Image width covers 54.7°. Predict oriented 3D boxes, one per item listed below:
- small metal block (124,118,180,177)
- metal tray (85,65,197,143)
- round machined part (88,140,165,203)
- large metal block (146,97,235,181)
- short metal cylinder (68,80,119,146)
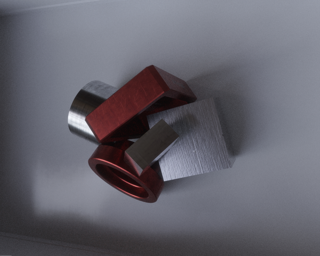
[{"bbox_3d":[-0.010,0.022,0.326,0.050,0.050,0.025,-42,83,-18],"label":"small metal block"},{"bbox_3d":[-0.014,-0.023,0.357,0.090,0.130,0.030,-37,80,16],"label":"metal tray"},{"bbox_3d":[-0.037,0.051,0.392,0.098,0.098,0.042,22,62,18],"label":"round machined part"},{"bbox_3d":[0.039,0.012,0.373,0.080,0.050,0.080,-15,90,19],"label":"large metal block"},{"bbox_3d":[-0.073,-0.016,0.404,0.050,0.080,0.080,24,98,18],"label":"short metal cylinder"}]
